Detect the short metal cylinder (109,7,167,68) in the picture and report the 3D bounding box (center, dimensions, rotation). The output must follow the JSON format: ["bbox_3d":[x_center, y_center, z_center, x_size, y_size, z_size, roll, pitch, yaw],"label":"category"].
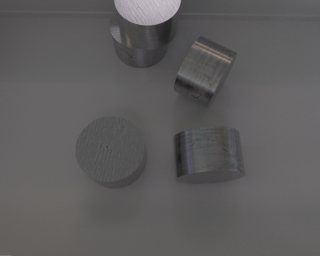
[{"bbox_3d":[-0.028,-0.134,0.445,0.081,0.050,0.080,0,70,0],"label":"short metal cylinder"}]

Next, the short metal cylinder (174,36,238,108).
[{"bbox_3d":[0.060,-0.072,0.407,0.050,0.080,0.080,29,73,10],"label":"short metal cylinder"}]

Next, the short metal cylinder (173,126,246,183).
[{"bbox_3d":[0.057,0.035,0.368,0.081,0.080,0.050,-3,70,-1],"label":"short metal cylinder"}]

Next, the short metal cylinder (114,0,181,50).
[{"bbox_3d":[-0.015,-0.149,0.397,0.081,0.050,0.080,0,70,0],"label":"short metal cylinder"}]

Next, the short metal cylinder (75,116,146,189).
[{"bbox_3d":[-0.058,0.031,0.384,0.081,0.050,0.080,0,70,0],"label":"short metal cylinder"}]
